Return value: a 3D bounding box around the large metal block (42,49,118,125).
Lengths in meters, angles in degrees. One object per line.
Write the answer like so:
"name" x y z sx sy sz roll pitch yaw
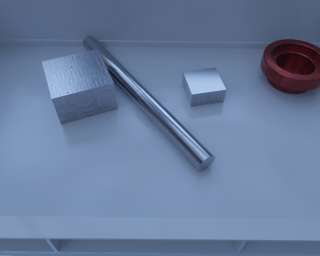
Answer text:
"large metal block" -0.113 -0.060 0.438 0.081 0.050 0.080 -17 52 -14

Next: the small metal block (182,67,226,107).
"small metal block" 0.064 -0.061 0.457 0.050 0.025 0.050 -9 51 -8

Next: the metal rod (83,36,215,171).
"metal rod" -0.032 -0.051 0.447 0.025 0.025 0.300 -29 56 -22

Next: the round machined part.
"round machined part" 0.203 -0.090 0.472 0.099 0.042 0.098 0 50 0
